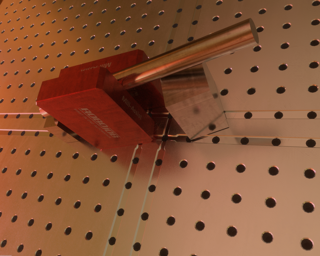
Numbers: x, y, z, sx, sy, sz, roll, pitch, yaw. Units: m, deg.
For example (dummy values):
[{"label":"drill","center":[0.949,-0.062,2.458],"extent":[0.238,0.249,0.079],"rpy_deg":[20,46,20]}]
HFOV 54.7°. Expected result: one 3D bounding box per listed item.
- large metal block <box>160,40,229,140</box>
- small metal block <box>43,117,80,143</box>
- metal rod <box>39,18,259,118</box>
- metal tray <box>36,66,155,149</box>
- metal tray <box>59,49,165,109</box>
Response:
[{"label":"large metal block","center":[0.040,-0.044,0.377],"extent":[0.050,0.080,0.080],"rpy_deg":[-20,54,16]},{"label":"small metal block","center":[-0.144,-0.012,0.472],"extent":[0.025,0.050,0.050],"rpy_deg":[-8,58,24]},{"label":"metal rod","center":[-0.037,-0.058,0.365],"extent":[0.300,0.025,0.025],"rpy_deg":[-14,56,31]},{"label":"metal tray","center":[-0.074,-0.018,0.389],"extent":[0.090,0.130,0.030],"rpy_deg":[-9,59,23]},{"label":"metal tray","center":[-0.064,-0.056,0.432],"extent":[0.130,0.090,0.030],"rpy_deg":[-8,59,23]}]
